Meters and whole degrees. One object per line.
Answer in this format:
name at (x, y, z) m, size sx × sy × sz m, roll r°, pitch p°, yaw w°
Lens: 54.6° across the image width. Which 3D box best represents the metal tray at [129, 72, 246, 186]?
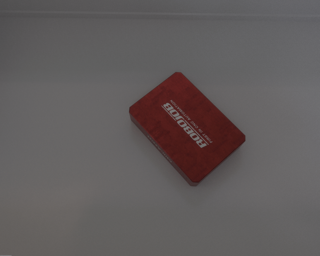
metal tray at (0.034, -0.001, 0.408) m, size 0.090 × 0.030 × 0.130 m, roll -39°, pitch 75°, yaw -13°
